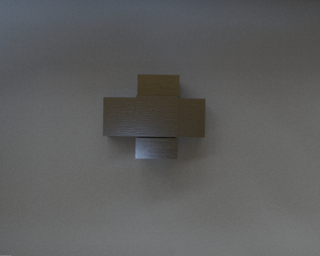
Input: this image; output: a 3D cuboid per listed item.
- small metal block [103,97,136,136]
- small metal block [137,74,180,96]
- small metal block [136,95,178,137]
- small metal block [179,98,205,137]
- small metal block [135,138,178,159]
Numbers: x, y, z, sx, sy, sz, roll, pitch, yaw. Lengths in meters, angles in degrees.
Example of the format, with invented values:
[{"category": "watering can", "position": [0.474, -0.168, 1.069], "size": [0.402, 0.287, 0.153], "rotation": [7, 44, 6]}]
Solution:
[{"category": "small metal block", "position": [-0.047, -0.014, 0.409], "size": [0.050, 0.025, 0.050], "rotation": [1, 90, 0]}, {"category": "small metal block", "position": [-0.002, -0.052, 0.396], "size": [0.050, 0.050, 0.025], "rotation": [1, 90, 0]}, {"category": "small metal block", "position": [-0.004, -0.014, 0.384], "size": [0.050, 0.025, 0.050], "rotation": [1, 90, -1]}, {"category": "small metal block", "position": [0.033, -0.013, 0.410], "size": [0.050, 0.025, 0.050], "rotation": [1, 90, -1]}, {"category": "small metal block", "position": [-0.004, 0.024, 0.396], "size": [0.050, 0.050, 0.025], "rotation": [1, 90, 0]}]
